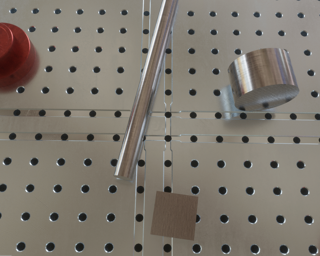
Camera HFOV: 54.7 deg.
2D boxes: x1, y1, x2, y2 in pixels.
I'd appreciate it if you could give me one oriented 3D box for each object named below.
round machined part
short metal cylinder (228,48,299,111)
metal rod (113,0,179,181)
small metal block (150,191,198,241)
[{"bbox_3d":[-0.235,-0.111,0.440,0.099,0.042,0.098,0,70,-1],"label":"round machined part"},{"bbox_3d":[0.134,-0.061,0.406,0.081,0.080,0.050,-6,70,-2],"label":"short metal cylinder"},{"bbox_3d":[-0.013,-0.074,0.438,0.025,0.025,0.299,12,70,4],"label":"metal rod"},{"bbox_3d":[0.017,0.106,0.373,0.050,0.025,0.050,8,70,2],"label":"small metal block"}]
